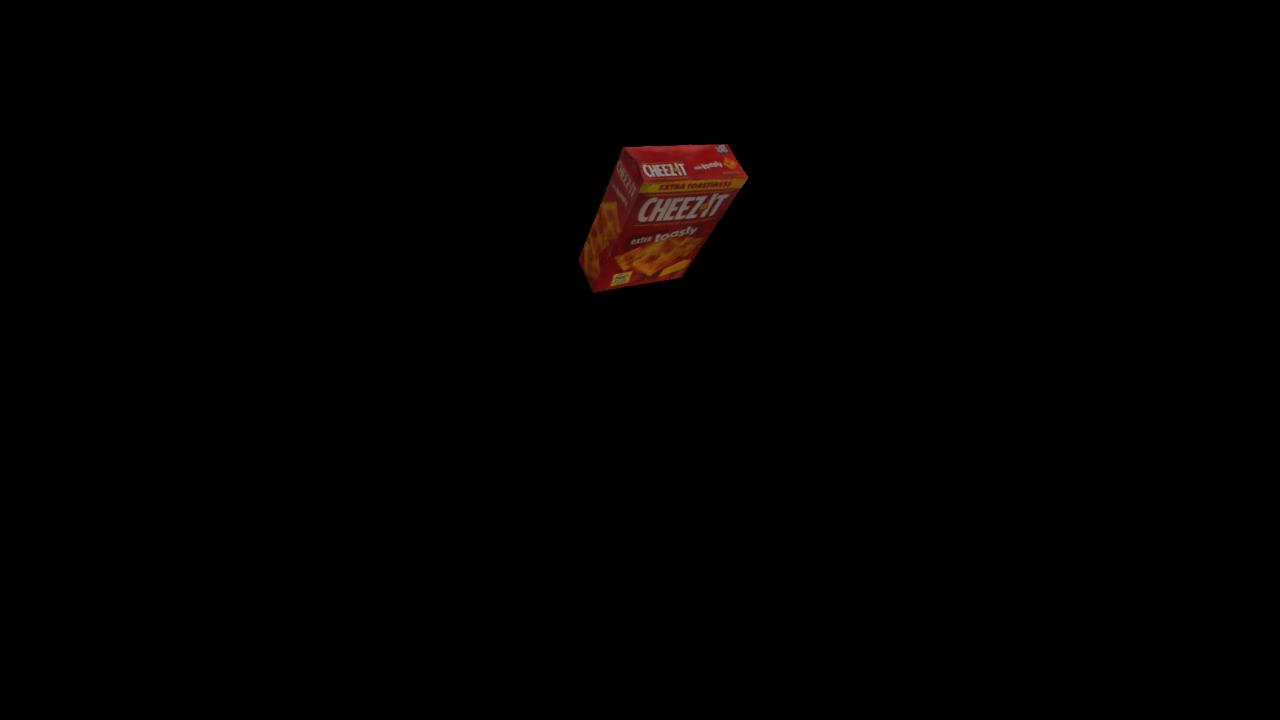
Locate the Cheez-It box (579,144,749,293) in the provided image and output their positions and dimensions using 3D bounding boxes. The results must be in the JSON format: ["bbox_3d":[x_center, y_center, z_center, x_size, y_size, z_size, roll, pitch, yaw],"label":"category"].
[{"bbox_3d":[0.025,-0.194,0.856,0.166,0.071,0.223,-13,-25,-30],"label":"Cheez-It box"}]
